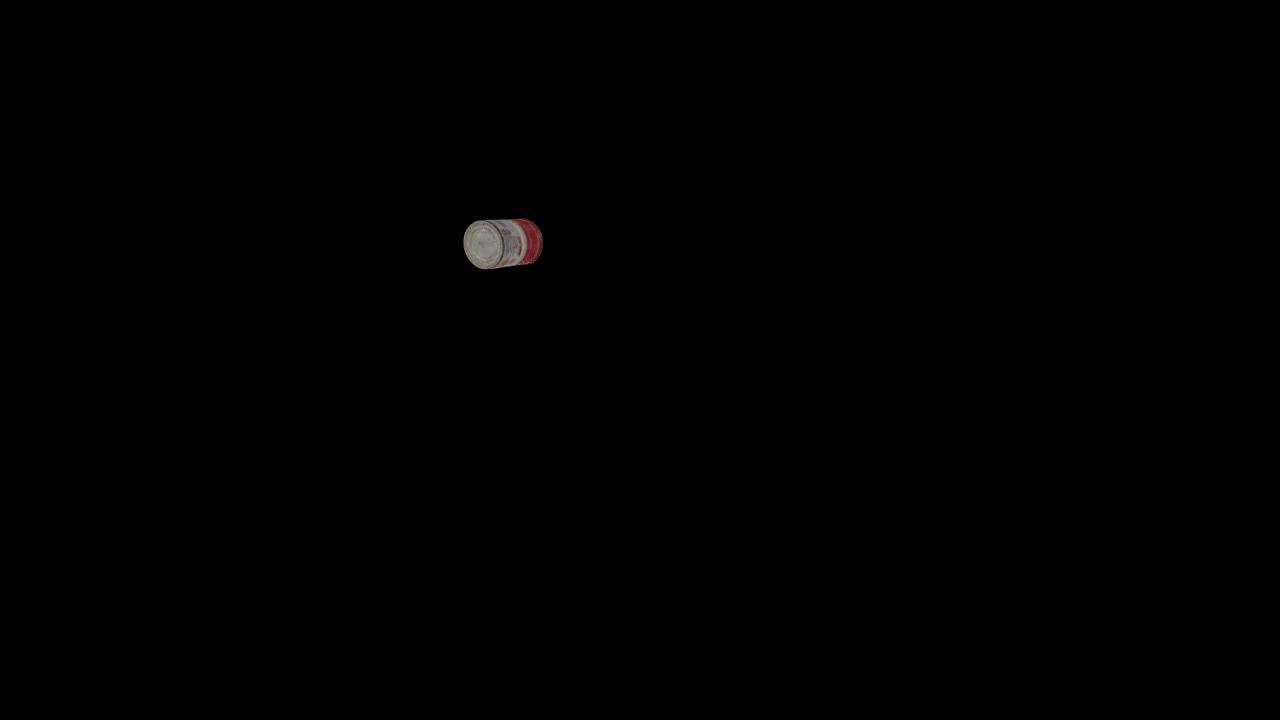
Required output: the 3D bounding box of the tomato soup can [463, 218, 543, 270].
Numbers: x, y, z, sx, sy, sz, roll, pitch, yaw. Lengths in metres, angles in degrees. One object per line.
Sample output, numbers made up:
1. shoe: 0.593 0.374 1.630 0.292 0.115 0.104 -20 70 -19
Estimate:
1. tomato soup can: -0.191 -0.164 0.865 0.068 0.068 0.101 0 13 23
